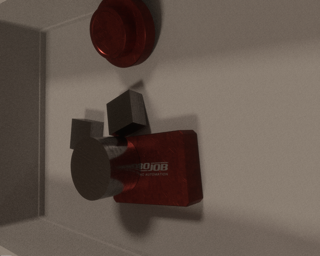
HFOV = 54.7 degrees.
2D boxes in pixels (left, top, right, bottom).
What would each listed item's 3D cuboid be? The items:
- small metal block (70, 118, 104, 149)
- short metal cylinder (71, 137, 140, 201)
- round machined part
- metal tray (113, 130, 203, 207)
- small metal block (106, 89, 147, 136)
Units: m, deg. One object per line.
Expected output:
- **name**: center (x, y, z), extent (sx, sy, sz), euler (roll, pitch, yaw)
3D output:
- **small metal block**: center (-0.119, 0.012, 0.502), extent (0.050, 0.025, 0.050), euler (10, 96, 39)
- **short metal cylinder**: center (-0.073, 0.051, 0.409), extent (0.080, 0.050, 0.079), euler (0, 90, 40)
- **round machined part**: center (-0.058, -0.131, 0.423), extent (0.098, 0.042, 0.097), euler (17, 118, 34)
- **metal tray**: center (-0.010, 0.053, 0.410), extent (0.130, 0.030, 0.089), euler (-8, 85, 39)
- **small metal block**: center (-0.048, -0.019, 0.438), extent (0.050, 0.025, 0.050), euler (-27, 62, 36)
